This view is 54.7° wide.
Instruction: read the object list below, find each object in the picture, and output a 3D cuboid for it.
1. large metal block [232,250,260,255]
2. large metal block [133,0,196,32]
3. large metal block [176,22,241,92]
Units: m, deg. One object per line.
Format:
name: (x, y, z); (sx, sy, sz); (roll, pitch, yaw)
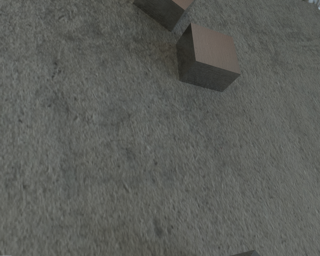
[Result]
large metal block: (0.064, 0.172, 0.300); (0.081, 0.080, 0.050); (-35, 82, -38)
large metal block: (0.014, -0.226, 0.535); (0.080, 0.050, 0.080); (36, 51, -5)
large metal block: (0.076, -0.112, 0.499); (0.081, 0.050, 0.080); (11, 57, -23)
